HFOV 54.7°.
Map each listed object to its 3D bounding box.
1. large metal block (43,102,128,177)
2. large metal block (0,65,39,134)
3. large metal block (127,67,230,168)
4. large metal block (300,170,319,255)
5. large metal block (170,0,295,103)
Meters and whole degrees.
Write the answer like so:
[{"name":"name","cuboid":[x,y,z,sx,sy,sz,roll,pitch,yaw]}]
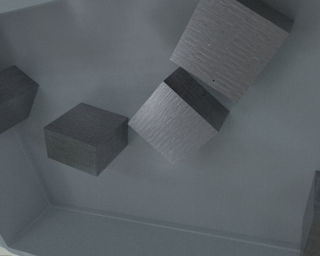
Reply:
[{"name":"large metal block","cuboid":[-0.100,0.013,0.434,0.080,0.080,0.050,18,126,18]},{"name":"large metal block","cuboid":[-0.243,-0.039,0.477,0.050,0.080,0.080,39,129,2]},{"name":"large metal block","cuboid":[0.022,-0.012,0.373,0.080,0.050,0.080,43,129,-2]},{"name":"large metal block","cuboid":[0.189,0.107,0.339,0.050,0.080,0.079,11,123,22]},{"name":"large metal block","cuboid":[0.069,-0.085,0.303,0.080,0.050,0.079,34,129,5]}]
